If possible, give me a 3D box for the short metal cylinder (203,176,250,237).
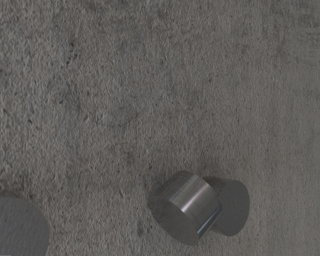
[{"bbox_3d":[0.090,0.115,0.464,0.081,0.050,0.080,0,90,-40],"label":"short metal cylinder"}]

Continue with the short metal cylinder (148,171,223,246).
[{"bbox_3d":[0.032,0.102,0.396,0.050,0.080,0.080,-39,114,-33],"label":"short metal cylinder"}]

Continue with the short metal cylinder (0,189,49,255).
[{"bbox_3d":[-0.145,0.095,0.267,0.081,0.050,0.080,0,90,-40],"label":"short metal cylinder"}]
